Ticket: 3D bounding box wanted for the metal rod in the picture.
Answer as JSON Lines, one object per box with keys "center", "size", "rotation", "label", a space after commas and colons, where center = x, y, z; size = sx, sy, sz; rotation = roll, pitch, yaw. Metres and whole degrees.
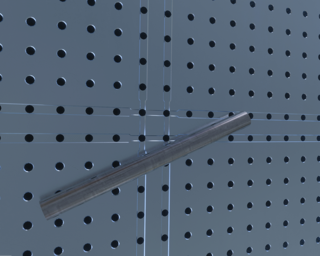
{"center": [-0.005, 0.041, 0.411], "size": [0.302, 0.025, 0.025], "rotation": [-23, 98, -19], "label": "metal rod"}
